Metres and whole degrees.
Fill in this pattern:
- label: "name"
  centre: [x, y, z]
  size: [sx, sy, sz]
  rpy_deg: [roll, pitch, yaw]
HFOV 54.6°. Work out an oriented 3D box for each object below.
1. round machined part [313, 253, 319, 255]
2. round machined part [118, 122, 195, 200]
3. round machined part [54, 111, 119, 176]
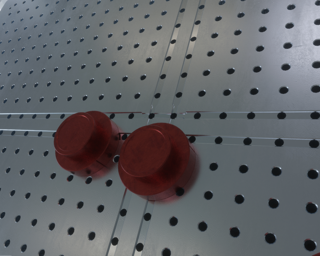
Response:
- label: "round machined part"
  centre: [0.146, 0.146, 0.232]
  size: [0.098, 0.042, 0.098]
  rpy_deg: [-13, 56, 21]
- label: "round machined part"
  centre: [-0.010, 0.035, 0.382]
  size: [0.098, 0.042, 0.098]
  rpy_deg: [-13, 56, 21]
- label: "round machined part"
  centre: [-0.112, 0.016, 0.448]
  size: [0.098, 0.042, 0.098]
  rpy_deg: [-13, 56, 21]
